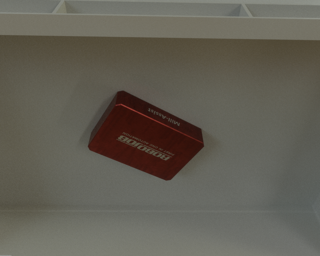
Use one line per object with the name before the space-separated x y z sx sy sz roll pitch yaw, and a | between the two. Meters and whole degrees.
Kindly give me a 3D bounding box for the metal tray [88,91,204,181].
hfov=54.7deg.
metal tray | -0.018 0.015 0.419 0.131 0.030 0.090 25 126 -21
